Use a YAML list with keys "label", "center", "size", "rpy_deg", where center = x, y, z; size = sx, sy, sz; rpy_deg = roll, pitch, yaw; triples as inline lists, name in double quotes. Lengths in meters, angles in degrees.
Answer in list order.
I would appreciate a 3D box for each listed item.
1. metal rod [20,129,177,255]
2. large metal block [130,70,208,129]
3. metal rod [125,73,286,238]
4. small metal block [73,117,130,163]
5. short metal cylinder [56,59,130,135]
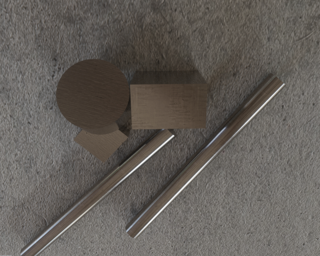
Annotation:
- label: "metal rod"
  center: [-0.095, 0.098, 0.444]
  size: [0.300, 0.025, 0.025]
  rpy_deg: [-42, 105, 13]
- label: "large metal block"
  center: [0.009, -0.036, 0.367]
  size: [0.081, 0.080, 0.050]
  rpy_deg: [-1, 110, 0]
- label: "metal rod"
  center: [0.053, 0.047, 0.427]
  size: [0.025, 0.025, 0.299]
  rpy_deg: [38, 105, -13]
- label: "small metal block"
  center: [-0.077, 0.010, 0.412]
  size: [0.050, 0.025, 0.050]
  rpy_deg: [40, 105, -14]
- label: "short metal cylinder"
  center: [-0.074, -0.035, 0.366]
  size: [0.081, 0.050, 0.080]
  rpy_deg: [0, 82, -1]
